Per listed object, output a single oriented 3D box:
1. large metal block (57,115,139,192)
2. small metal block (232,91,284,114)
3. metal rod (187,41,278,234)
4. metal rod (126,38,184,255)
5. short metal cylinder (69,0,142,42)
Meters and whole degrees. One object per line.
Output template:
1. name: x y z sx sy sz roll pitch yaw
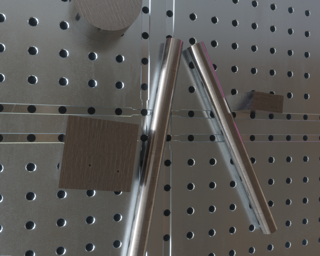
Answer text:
1. large metal block: -0.075 0.030 0.372 0.081 0.050 0.080 8 88 -20
2. small metal block: 0.142 -0.036 0.451 0.050 0.050 0.025 6 88 -20
3. metal rod: 0.108 0.020 0.452 0.025 0.025 0.299 -27 99 -18
4. metal rod: -0.007 0.029 0.410 0.025 0.025 0.298 11 86 -20
5. short metal cylinder: -0.067 -0.151 0.374 0.081 0.050 0.079 0 90 -20
